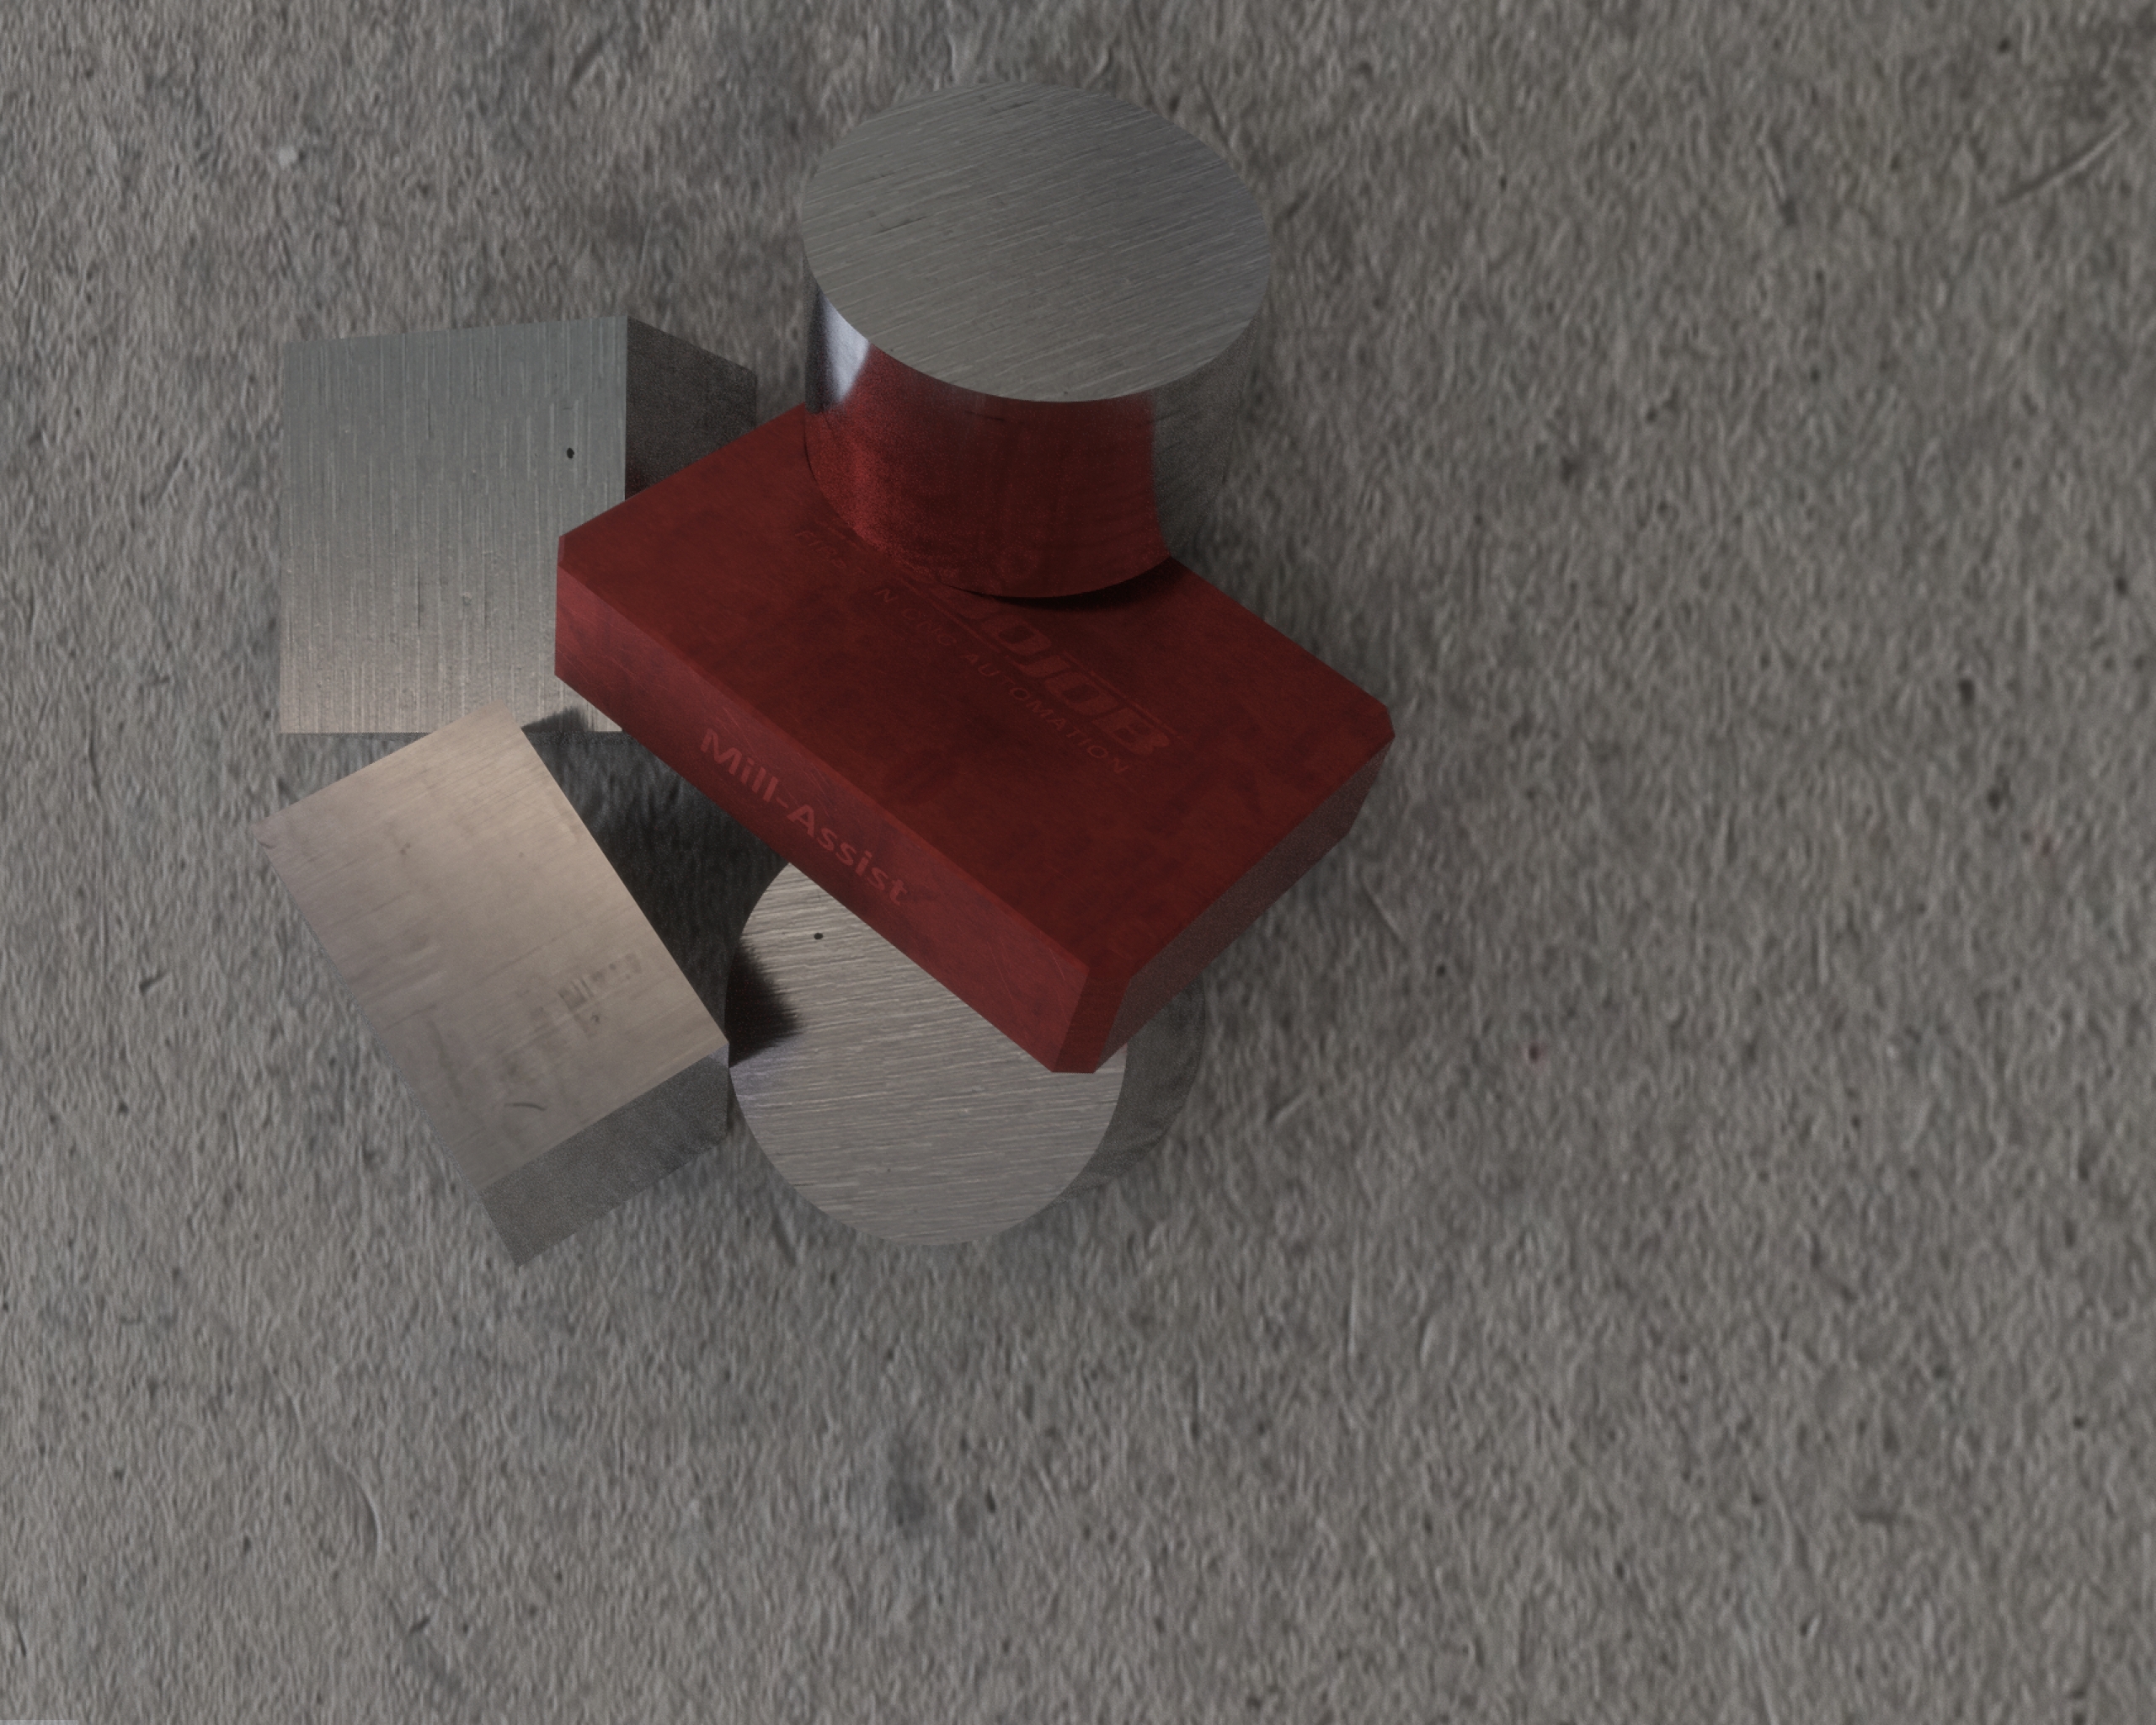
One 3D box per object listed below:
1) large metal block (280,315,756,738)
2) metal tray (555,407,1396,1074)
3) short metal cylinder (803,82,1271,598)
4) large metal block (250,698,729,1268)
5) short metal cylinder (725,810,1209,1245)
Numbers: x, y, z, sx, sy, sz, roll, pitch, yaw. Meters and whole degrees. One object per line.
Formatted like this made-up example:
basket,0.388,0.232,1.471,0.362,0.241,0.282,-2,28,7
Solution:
large metal block,-0.116,-0.066,0.436,0.080,0.050,0.080,1,90,20
metal tray,-0.020,-0.032,0.384,0.130,0.091,0.030,37,142,16
short metal cylinder,-0.009,-0.095,0.379,0.081,0.050,0.080,3,57,-5
large metal block,-0.113,0.027,0.413,0.050,0.080,0.080,-32,78,-19
short metal cylinder,-0.020,0.030,0.405,0.080,0.050,0.080,0,90,20
